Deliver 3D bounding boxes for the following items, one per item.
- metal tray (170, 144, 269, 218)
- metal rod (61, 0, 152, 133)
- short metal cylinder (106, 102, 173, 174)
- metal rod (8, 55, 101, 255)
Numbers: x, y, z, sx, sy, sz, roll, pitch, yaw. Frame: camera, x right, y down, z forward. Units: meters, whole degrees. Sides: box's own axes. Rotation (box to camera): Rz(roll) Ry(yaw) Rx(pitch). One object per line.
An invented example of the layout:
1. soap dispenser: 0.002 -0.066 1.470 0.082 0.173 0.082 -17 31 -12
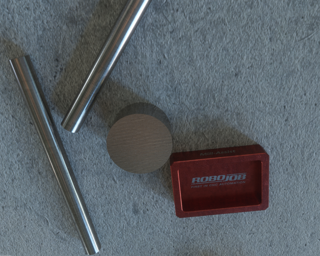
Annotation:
1. metal tray: 0.083 0.075 0.435 0.131 0.030 0.089 -6 110 2
2. metal rod: -0.041 -0.121 0.364 0.025 0.025 0.298 30 107 -11
3. short metal cylinder: -0.025 0.012 0.401 0.081 0.050 0.079 0 110 0
4. metal rod: -0.137 0.050 0.426 0.025 0.025 0.298 -13 110 4
